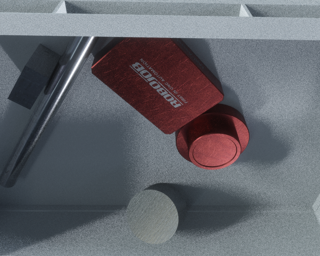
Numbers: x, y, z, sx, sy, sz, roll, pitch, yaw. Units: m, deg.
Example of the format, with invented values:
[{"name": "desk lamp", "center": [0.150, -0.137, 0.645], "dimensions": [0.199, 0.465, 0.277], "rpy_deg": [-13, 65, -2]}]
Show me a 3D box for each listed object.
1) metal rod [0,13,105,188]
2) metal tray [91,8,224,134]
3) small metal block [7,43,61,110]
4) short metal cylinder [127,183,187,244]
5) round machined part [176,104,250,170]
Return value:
[{"name": "metal rod", "center": [-0.150, -0.014, 0.394], "dimensions": [0.025, 0.025, 0.298], "rpy_deg": [27, 125, -22]}, {"name": "metal tray", "center": [0.000, -0.058, 0.357], "dimensions": [0.090, 0.030, 0.130], "rpy_deg": [-35, 123, 25]}, {"name": "small metal block", "center": [-0.138, -0.057, 0.342], "dimensions": [0.025, 0.050, 0.050], "rpy_deg": [30, 124, -23]}, {"name": "short metal cylinder", "center": [-0.004, 0.129, 0.476], "dimensions": [0.080, 0.050, 0.079], "rpy_deg": [0, 91, 18]}, {"name": "round machined part", "center": [0.071, 0.018, 0.415], "dimensions": [0.099, 0.042, 0.097], "rpy_deg": [-1, 130, 0]}]
